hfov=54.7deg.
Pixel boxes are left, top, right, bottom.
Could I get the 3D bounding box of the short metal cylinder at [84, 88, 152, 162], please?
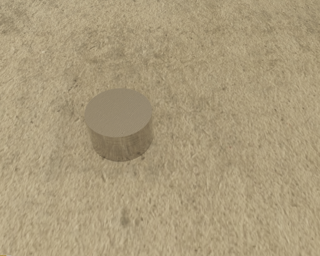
[{"bbox_3d":[-0.050,-0.005,0.390,0.081,0.050,0.080,0,50,0],"label":"short metal cylinder"}]
